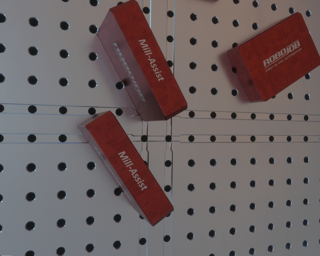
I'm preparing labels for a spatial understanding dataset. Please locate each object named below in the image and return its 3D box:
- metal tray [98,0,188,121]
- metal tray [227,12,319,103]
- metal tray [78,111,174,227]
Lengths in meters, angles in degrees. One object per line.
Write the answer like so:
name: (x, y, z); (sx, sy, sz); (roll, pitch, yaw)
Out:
metal tray: (-0.024, -0.072, 0.368); (0.030, 0.090, 0.130); (-30, 100, -17)
metal tray: (0.177, -0.108, 0.475); (0.131, 0.030, 0.090); (-32, 101, -17)
metal tray: (-0.043, 0.044, 0.362); (0.030, 0.090, 0.130); (-35, 102, -16)
